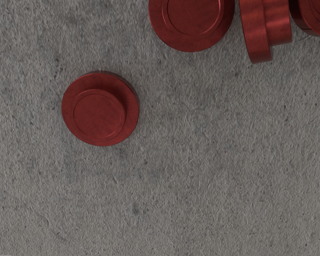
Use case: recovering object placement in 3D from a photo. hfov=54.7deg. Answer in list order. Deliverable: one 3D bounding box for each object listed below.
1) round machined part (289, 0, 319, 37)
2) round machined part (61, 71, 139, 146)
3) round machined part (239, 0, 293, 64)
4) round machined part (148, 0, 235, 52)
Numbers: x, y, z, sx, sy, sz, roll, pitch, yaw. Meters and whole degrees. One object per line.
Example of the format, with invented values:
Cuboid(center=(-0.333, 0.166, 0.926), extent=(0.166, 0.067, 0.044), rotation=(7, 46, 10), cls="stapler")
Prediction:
Cuboid(center=(0.185, -0.150, 0.341), extent=(0.099, 0.042, 0.097), rotation=(-3, 108, -9), cls="round machined part")
Cuboid(center=(-0.076, -0.021, 0.392), extent=(0.099, 0.042, 0.097), rotation=(0, 110, 0), cls="round machined part")
Cuboid(center=(0.112, -0.119, 0.324), extent=(0.042, 0.098, 0.097), rotation=(-7, 111, 24), cls="round machined part")
Cuboid(center=(0.036, -0.135, 0.351), extent=(0.099, 0.042, 0.097), rotation=(0, 110, 0), cls="round machined part")
